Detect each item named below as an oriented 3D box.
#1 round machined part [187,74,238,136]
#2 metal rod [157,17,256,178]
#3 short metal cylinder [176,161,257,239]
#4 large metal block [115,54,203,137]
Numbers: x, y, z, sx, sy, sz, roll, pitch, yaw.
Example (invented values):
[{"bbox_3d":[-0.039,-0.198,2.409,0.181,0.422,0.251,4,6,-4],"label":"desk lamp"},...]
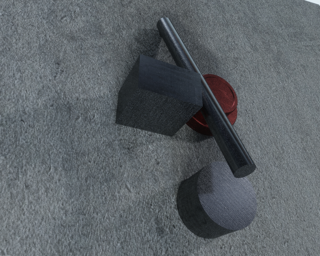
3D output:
[{"bbox_3d":[0.074,-0.041,0.458,0.099,0.042,0.098,14,56,-21],"label":"round machined part"},{"bbox_3d":[0.048,-0.063,0.419,0.025,0.025,0.300,3,45,-27],"label":"metal rod"},{"bbox_3d":[0.067,0.087,0.371,0.081,0.050,0.080,14,56,-21],"label":"short metal cylinder"},{"bbox_3d":[-0.003,-0.037,0.389,0.081,0.080,0.050,14,56,-21],"label":"large metal block"}]
